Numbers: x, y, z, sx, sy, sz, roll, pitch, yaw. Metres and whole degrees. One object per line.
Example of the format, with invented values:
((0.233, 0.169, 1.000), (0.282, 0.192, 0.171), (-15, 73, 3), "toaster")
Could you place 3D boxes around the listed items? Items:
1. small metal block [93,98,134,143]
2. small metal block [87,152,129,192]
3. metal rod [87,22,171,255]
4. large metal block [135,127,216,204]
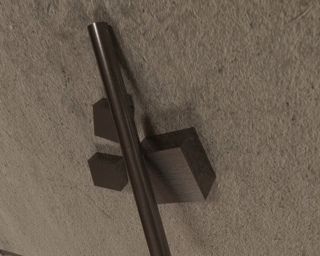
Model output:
((-0.065, -0.009, 0.433), (0.050, 0.025, 0.050), (17, 125, 18), "small metal block")
((-0.082, 0.069, 0.490), (0.050, 0.025, 0.050), (7, 122, 24), "small metal block")
((-0.036, 0.021, 0.379), (0.025, 0.025, 0.298), (-13, 94, 33), "metal rod")
((0.017, 0.052, 0.413), (0.080, 0.050, 0.080), (-13, 112, 33), "large metal block")
